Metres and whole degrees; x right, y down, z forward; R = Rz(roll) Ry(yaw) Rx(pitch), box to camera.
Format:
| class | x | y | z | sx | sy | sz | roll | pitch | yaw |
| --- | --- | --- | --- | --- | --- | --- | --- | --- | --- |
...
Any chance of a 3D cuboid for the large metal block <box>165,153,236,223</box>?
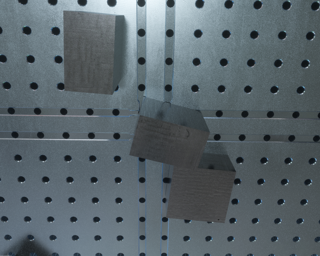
| class | x | y | z | sx | sy | sz | roll | pitch | yaw |
| --- | --- | --- | --- | --- | --- | --- | --- | --- | --- |
| large metal block | 0.053 | 0.080 | 0.430 | 0.081 | 0.050 | 0.079 | 6 | 110 | -3 |

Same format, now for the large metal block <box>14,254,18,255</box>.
| class | x | y | z | sx | sy | sz | roll | pitch | yaw |
| --- | --- | --- | --- | --- | --- | --- | --- | --- | --- |
| large metal block | -0.236 | 0.264 | 0.494 | 0.080 | 0.050 | 0.080 | -38 | 106 | 12 |

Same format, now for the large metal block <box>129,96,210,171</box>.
| class | x | y | z | sx | sy | sz | roll | pitch | yaw |
| --- | --- | --- | --- | --- | --- | --- | --- | --- | --- |
| large metal block | 0.010 | 0.004 | 0.386 | 0.081 | 0.080 | 0.050 | 14 | 110 | -6 |

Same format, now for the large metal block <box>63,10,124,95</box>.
| class | x | y | z | sx | sy | sz | roll | pitch | yaw |
| --- | --- | --- | --- | --- | --- | --- | --- | --- | --- |
| large metal block | -0.072 | -0.088 | 0.351 | 0.050 | 0.080 | 0.079 | 5 | 110 | -2 |
